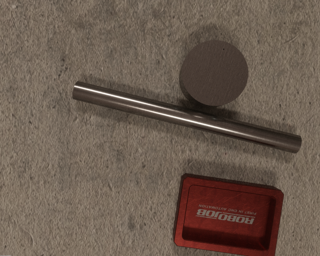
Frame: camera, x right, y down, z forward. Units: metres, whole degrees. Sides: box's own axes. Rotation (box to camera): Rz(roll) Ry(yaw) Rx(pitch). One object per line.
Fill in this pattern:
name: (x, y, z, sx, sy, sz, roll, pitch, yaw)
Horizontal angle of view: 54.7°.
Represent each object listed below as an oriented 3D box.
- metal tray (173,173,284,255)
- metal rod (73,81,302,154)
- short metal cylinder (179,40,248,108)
metal tray: (0.088, 0.115, 0.408, 0.131, 0.030, 0.089, 9, 90, -1)
metal rod: (0.036, -0.014, 0.410, 0.302, 0.025, 0.025, 14, 90, -1)
short metal cylinder: (0.066, -0.067, 0.398, 0.081, 0.050, 0.079, 0, 90, -1)
